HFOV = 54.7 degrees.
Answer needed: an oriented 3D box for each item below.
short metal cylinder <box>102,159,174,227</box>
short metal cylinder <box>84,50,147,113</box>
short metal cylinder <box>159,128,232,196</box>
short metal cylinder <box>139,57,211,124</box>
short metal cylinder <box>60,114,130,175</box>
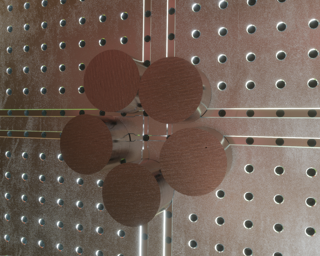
[{"bbox_3d":[-0.028,0.083,0.408,0.080,0.050,0.080,0,90,20],"label":"short metal cylinder"},{"bbox_3d":[-0.054,-0.060,0.418,0.080,0.050,0.079,0,90,19],"label":"short metal cylinder"},{"bbox_3d":[0.046,0.039,0.382,0.080,0.050,0.079,1,92,19],"label":"short metal cylinder"},{"bbox_3d":[0.020,-0.045,0.391,0.080,0.050,0.079,0,90,20],"label":"short metal cylinder"},{"bbox_3d":[-0.089,0.021,0.431,0.080,0.050,0.079,0,90,20],"label":"short metal cylinder"}]
